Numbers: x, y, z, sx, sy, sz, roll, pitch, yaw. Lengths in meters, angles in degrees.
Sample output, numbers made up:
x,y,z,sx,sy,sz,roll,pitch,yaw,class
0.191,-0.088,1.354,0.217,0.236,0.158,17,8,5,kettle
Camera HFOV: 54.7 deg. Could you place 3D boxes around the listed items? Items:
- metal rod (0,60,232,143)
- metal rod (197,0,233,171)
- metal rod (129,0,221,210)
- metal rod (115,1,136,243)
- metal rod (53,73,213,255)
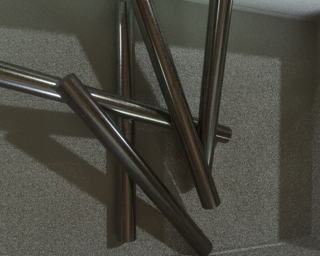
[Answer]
x,y,z,sx,sy,sz,roll,pitch,yaw,class
-0.032,-0.022,0.372,0.302,0.025,0.025,14,85,-30,metal rod
0.063,-0.064,0.365,0.025,0.025,0.298,-8,117,-20,metal rod
0.017,-0.038,0.370,0.025,0.025,0.298,-24,103,-19,metal rod
-0.044,-0.007,0.395,0.025,0.025,0.298,-1,90,-20,metal rod
-0.016,0.062,0.369,0.025,0.025,0.299,-44,118,-15,metal rod
